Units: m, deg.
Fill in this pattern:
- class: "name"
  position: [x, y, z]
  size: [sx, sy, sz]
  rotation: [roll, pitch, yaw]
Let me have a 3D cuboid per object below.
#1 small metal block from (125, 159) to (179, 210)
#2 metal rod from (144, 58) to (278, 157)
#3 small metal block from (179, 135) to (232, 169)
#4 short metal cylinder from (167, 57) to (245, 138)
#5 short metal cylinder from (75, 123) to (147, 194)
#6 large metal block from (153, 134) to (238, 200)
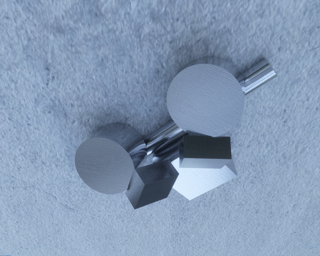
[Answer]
- class: "small metal block"
  position: [-0.010, 0.070, 0.387]
  size: [0.050, 0.025, 0.050]
  rotation: [-12, 139, -34]
- class: "metal rod"
  position: [0.014, 0.006, 0.413]
  size: [0.299, 0.025, 0.025]
  rotation: [-34, 123, 25]
- class: "small metal block"
  position: [0.049, 0.028, 0.352]
  size: [0.050, 0.025, 0.050]
  rotation: [2, 161, -2]
- class: "short metal cylinder"
  position: [0.053, -0.036, 0.343]
  size: [0.080, 0.050, 0.079]
  rotation: [6, 112, 14]
- class: "short metal cylinder"
  position: [-0.063, 0.039, 0.407]
  size: [0.080, 0.050, 0.079]
  rotation: [6, 112, 14]
- class: "large metal block"
  position: [0.047, 0.046, 0.430]
  size: [0.080, 0.050, 0.080]
  rotation: [-34, 123, 25]
